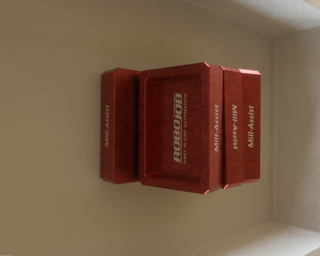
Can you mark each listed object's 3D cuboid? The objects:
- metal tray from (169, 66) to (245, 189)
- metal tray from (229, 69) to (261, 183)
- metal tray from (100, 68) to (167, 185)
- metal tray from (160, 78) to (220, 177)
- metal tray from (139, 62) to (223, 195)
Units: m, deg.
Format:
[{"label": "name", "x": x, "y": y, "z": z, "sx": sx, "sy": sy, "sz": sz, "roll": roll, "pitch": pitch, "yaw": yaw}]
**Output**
[{"label": "metal tray", "x": 0.051, "y": 0.000, "z": 0.364, "sx": 0.030, "sy": 0.090, "sz": 0.129, "roll": 0, "pitch": 88, "yaw": -40}, {"label": "metal tray", "x": 0.083, "y": -0.002, "z": 0.389, "sx": 0.030, "sy": 0.090, "sz": 0.129, "roll": 0, "pitch": 90, "yaw": -26}, {"label": "metal tray", "x": -0.025, "y": -0.002, "z": 0.379, "sx": 0.091, "sy": 0.030, "sz": 0.129, "roll": 1, "pitch": 90, "yaw": -40}, {"label": "metal tray", "x": 0.044, "y": 0.000, "z": 0.438, "sx": 0.091, "sy": 0.030, "sz": 0.129, "roll": 1, "pitch": 90, "yaw": -40}, {"label": "metal tray", "x": 0.021, "y": 0.000, "z": 0.336, "sx": 0.030, "sy": 0.090, "sz": 0.129, "roll": 0, "pitch": 90, "yaw": -53}]
